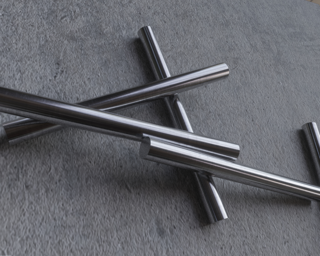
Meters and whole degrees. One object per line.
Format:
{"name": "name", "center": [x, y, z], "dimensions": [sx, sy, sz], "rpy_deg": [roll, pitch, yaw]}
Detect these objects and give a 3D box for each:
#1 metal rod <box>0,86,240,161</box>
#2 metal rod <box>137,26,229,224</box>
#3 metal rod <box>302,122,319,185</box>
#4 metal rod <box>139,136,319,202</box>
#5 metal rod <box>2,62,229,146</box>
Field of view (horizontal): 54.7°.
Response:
{"name": "metal rod", "center": [-0.040, -0.001, 0.345], "dimensions": [0.302, 0.025, 0.025], "rpy_deg": [13, 56, -23]}
{"name": "metal rod", "center": [0.024, -0.019, 0.427], "dimensions": [0.025, 0.025, 0.299], "rpy_deg": [-6, 65, -31]}
{"name": "metal rod", "center": [0.266, 0.125, 0.470], "dimensions": [0.025, 0.025, 0.299], "rpy_deg": [12, 57, -22]}
{"name": "metal rod", "center": [0.112, 0.061, 0.402], "dimensions": [0.302, 0.025, 0.025], "rpy_deg": [17, 55, -27]}
{"name": "metal rod", "center": [-0.032, -0.039, 0.387], "dimensions": [0.302, 0.025, 0.025], "rpy_deg": [-20, 73, -28]}
